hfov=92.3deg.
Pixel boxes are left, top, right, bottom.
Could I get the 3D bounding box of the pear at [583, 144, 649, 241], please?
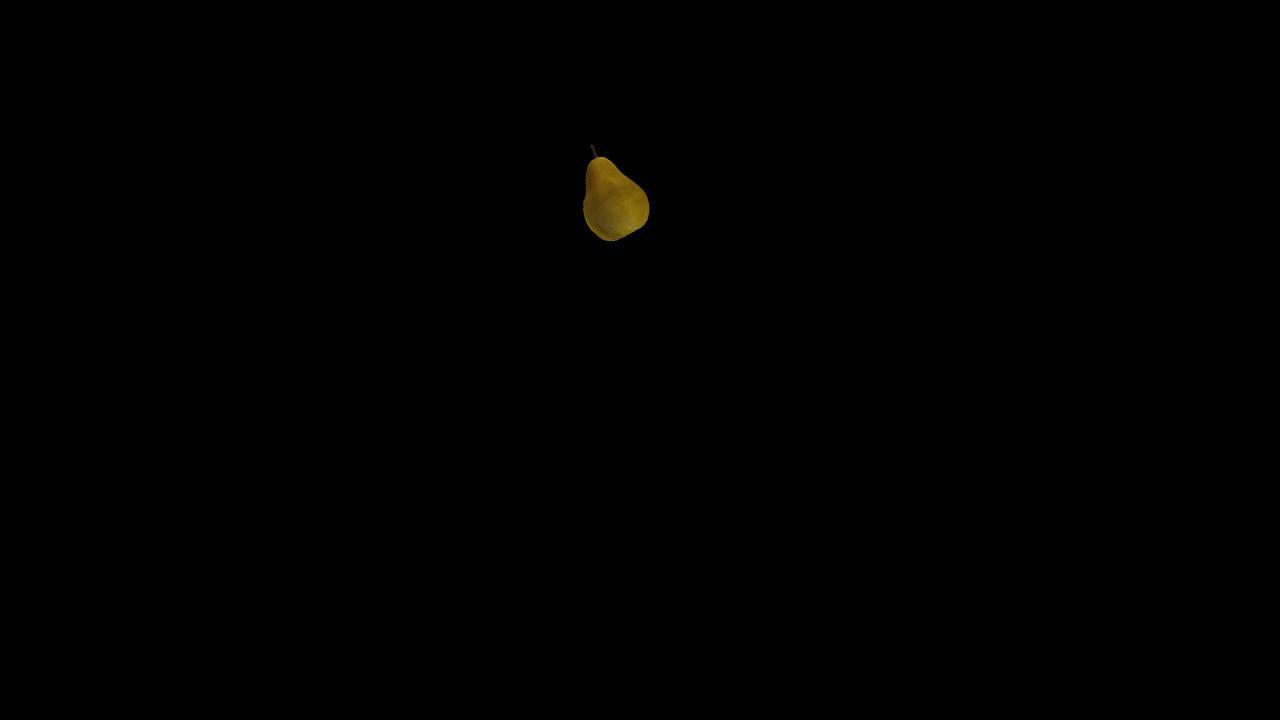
[{"bbox_3d":[-0.036,-0.197,0.713,0.080,0.111,0.080,-25,13,6],"label":"pear"}]
